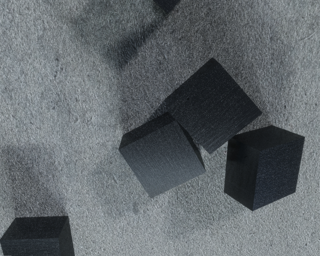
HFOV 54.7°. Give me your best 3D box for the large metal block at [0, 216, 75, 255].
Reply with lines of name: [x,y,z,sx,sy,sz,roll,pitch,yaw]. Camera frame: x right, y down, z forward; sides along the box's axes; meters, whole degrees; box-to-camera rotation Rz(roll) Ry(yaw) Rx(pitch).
large metal block: [-0.178,0.181,0.461,0.080,0.050,0.079,-2,110,0]

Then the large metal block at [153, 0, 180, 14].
large metal block: [0.005,-0.181,0.329,0.080,0.050,0.080,40,105,-14]

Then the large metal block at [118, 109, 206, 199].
large metal block: [0.004,0.033,0.408,0.080,0.050,0.080,-28,108,9]

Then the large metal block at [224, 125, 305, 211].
large metal block: [0.132,0.048,0.397,0.081,0.050,0.079,-12,114,-29]

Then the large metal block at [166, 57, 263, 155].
large metal block: [0.064,-0.028,0.387,0.080,0.050,0.080,-41,105,13]
